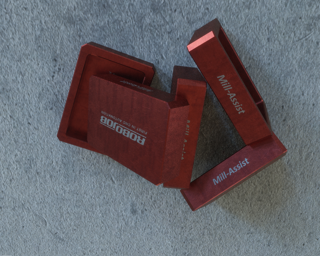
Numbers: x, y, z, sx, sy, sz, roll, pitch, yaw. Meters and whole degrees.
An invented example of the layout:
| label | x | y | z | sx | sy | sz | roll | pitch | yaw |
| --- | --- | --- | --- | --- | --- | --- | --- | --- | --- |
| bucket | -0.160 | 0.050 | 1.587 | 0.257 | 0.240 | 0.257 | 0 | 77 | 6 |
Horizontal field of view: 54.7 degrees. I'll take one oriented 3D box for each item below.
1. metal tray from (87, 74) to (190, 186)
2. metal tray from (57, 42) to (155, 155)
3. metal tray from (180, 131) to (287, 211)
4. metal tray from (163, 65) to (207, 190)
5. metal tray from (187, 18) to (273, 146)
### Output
| label | x | y | z | sx | sy | sz | roll | pitch | yaw |
| --- | --- | --- | --- | --- | --- | --- | --- | --- | --- |
| metal tray | -0.031 | -0.004 | 0.349 | 0.130 | 0.030 | 0.089 | 24 | 116 | 38 |
| metal tray | -0.069 | -0.033 | 0.395 | 0.091 | 0.030 | 0.129 | 19 | 109 | -7 |
| metal tray | 0.097 | 0.056 | 0.398 | 0.130 | 0.090 | 0.030 | -36 | 71 | 12 |
| metal tray | 0.026 | -0.003 | 0.376 | 0.030 | 0.090 | 0.129 | 6 | 111 | -3 |
| metal tray | 0.082 | -0.055 | 0.355 | 0.030 | 0.090 | 0.130 | -27 | 109 | 24 |
